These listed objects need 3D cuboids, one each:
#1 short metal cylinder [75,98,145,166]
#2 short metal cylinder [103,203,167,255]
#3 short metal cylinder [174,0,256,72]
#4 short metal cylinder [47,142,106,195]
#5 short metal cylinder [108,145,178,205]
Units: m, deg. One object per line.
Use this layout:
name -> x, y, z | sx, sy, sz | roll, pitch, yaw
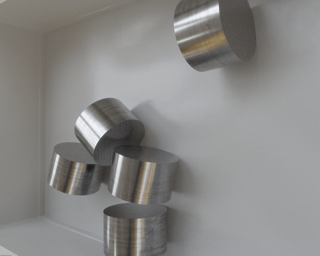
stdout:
short metal cylinder -> -0.068, 0.006, 0.425 | 0.050, 0.081, 0.080 | 45, 117, 30
short metal cylinder -> -0.031, 0.129, 0.395 | 0.080, 0.081, 0.050 | -1, 90, 39
short metal cylinder -> 0.059, -0.103, 0.321 | 0.050, 0.081, 0.080 | -8, 85, 39
short metal cylinder -> -0.125, 0.060, 0.471 | 0.080, 0.081, 0.050 | 27, 107, 36
short metal cylinder -> -0.021, 0.056, 0.387 | 0.080, 0.081, 0.050 | 16, 101, 38
